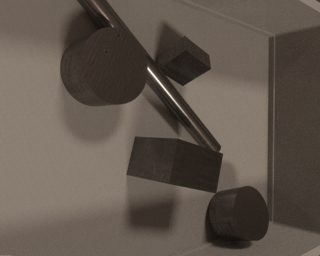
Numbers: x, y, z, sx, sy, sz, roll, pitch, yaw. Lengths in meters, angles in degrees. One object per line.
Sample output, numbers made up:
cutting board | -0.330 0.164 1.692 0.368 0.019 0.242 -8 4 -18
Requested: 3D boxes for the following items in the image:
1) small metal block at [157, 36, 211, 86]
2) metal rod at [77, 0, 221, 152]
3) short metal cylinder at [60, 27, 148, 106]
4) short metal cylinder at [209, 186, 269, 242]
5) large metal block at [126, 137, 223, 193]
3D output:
small metal block | 0.032 -0.088 0.415 0.050 0.050 0.025 26 50 -38
metal rod | -0.004 -0.063 0.404 0.300 0.025 0.025 48 61 -30
short metal cylinder | -0.061 -0.065 0.341 0.081 0.050 0.079 0 91 -40
short metal cylinder | 0.124 0.134 0.483 0.081 0.050 0.080 16 63 -34
large metal block | 0.018 0.046 0.388 0.080 0.080 0.050 19 78 -39
